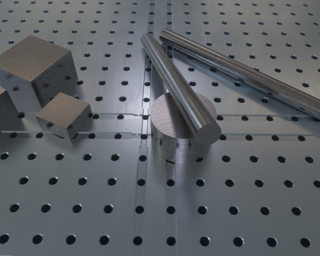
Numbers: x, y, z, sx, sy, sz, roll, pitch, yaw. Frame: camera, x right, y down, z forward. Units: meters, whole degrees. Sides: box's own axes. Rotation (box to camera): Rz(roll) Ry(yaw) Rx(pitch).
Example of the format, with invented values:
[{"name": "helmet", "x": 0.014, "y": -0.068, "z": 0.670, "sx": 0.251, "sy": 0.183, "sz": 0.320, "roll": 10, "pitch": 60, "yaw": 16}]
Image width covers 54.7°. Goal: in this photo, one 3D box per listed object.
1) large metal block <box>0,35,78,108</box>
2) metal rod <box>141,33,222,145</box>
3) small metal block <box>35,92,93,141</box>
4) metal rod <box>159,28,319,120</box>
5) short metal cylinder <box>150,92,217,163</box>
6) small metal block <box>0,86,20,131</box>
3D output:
[{"name": "large metal block", "x": -0.186, "y": -0.087, "z": 0.463, "sx": 0.080, "sy": 0.050, "sz": 0.080, "roll": 24, "pitch": 54, "yaw": 18}, {"name": "metal rod", "x": 0.012, "y": -0.073, "z": 0.414, "sx": 0.025, "sy": 0.025, "sz": 0.300, "roll": -10, "pitch": 34, "yaw": -9}, {"name": "small metal block", "x": -0.129, "y": -0.017, "z": 0.421, "sx": 0.050, "sy": 0.025, "sz": 0.050, "roll": 21, "pitch": 53, "yaw": 17}, {"name": "metal rod", "x": 0.122, "y": -0.089, "z": 0.483, "sx": 0.300, "sy": 0.025, "sz": 0.025, "roll": 33, "pitch": 57, "yaw": 24}, {"name": "short metal cylinder", "x": 0.028, "y": -0.002, "z": 0.393, "sx": 0.080, "sy": 0.050, "sz": 0.080, "roll": 0, "pitch": 50, "yaw": 0}, {"name": "small metal block", "x": -0.222, "y": -0.022, "z": 0.408, "sx": 0.025, "sy": 0.050, "sz": 0.050, "roll": 26, "pitch": 55, "yaw": 20}]
